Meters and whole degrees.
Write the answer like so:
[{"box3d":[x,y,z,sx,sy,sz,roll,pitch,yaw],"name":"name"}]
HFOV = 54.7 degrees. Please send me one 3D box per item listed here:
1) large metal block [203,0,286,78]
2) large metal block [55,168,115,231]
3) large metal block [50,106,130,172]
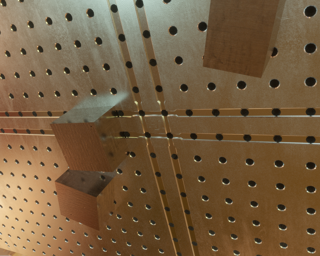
[{"box3d":[0.078,-0.100,0.272,0.050,0.080,0.079,16,125,19],"name":"large metal block"},{"box3d":[-0.127,0.119,0.533,0.080,0.050,0.079,16,125,19],"name":"large metal block"},{"box3d":[-0.101,0.016,0.456,0.080,0.050,0.080,-1,118,28],"name":"large metal block"}]
